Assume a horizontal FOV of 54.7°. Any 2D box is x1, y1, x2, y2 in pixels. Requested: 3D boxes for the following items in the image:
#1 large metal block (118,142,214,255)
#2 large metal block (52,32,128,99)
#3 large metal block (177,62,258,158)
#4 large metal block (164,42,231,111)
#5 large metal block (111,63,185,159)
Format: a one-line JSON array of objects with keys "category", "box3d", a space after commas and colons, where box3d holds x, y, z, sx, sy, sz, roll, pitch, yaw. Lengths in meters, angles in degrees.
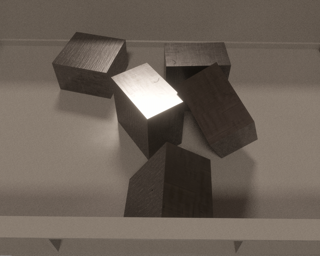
[{"category": "large metal block", "box3d": [0.005, 0.074, 0.297, 0.050, 0.080, 0.080, 24, 45, -20]}, {"category": "large metal block", "box3d": [-0.101, -0.096, 0.468, 0.080, 0.050, 0.080, 12, 51, 9]}, {"category": "large metal block", "box3d": [0.070, -0.017, 0.365, 0.050, 0.080, 0.080, -30, 67, 10]}, {"category": "large metal block", "box3d": [0.047, -0.069, 0.428, 0.081, 0.080, 0.050, -2, 49, -2]}, {"category": "large metal block", "box3d": [-0.015, -0.020, 0.386, 0.050, 0.080, 0.080, -27, 56, -21]}]
